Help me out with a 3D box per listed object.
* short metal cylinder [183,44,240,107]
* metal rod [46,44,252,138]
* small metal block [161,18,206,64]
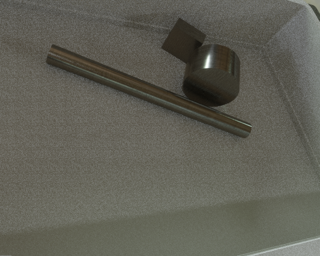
[{"bbox_3d":[0.078,-0.077,0.461,0.080,0.080,0.050,23,53,-15],"label":"short metal cylinder"},{"bbox_3d":[-0.003,-0.045,0.432,0.302,0.025,0.025,20,54,-17],"label":"metal rod"},{"bbox_3d":[0.037,-0.139,0.496,0.050,0.050,0.025,30,52,-10],"label":"small metal block"}]
